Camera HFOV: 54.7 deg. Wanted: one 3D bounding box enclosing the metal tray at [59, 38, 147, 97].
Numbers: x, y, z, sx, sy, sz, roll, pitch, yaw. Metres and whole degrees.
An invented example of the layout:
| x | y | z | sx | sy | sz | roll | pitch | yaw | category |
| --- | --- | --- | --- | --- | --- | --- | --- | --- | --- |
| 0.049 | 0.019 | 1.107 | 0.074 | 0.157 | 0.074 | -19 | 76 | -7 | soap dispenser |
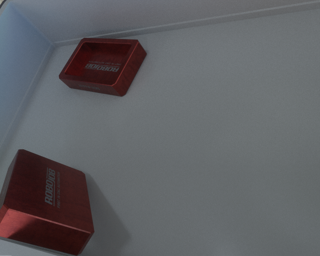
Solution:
| x | y | z | sx | sy | sz | roll | pitch | yaw | category |
| --- | --- | --- | --- | --- | --- | --- | --- | --- | --- |
| -0.097 | -0.105 | 0.515 | 0.130 | 0.030 | 0.090 | 12 | 68 | 33 | metal tray |

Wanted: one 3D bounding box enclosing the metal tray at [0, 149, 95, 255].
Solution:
| x | y | z | sx | sy | sz | roll | pitch | yaw | category |
| --- | --- | --- | --- | --- | --- | --- | --- | --- | --- |
| -0.128 | 0.077 | 0.349 | 0.030 | 0.090 | 0.130 | -59 | 26 | 9 | metal tray |
